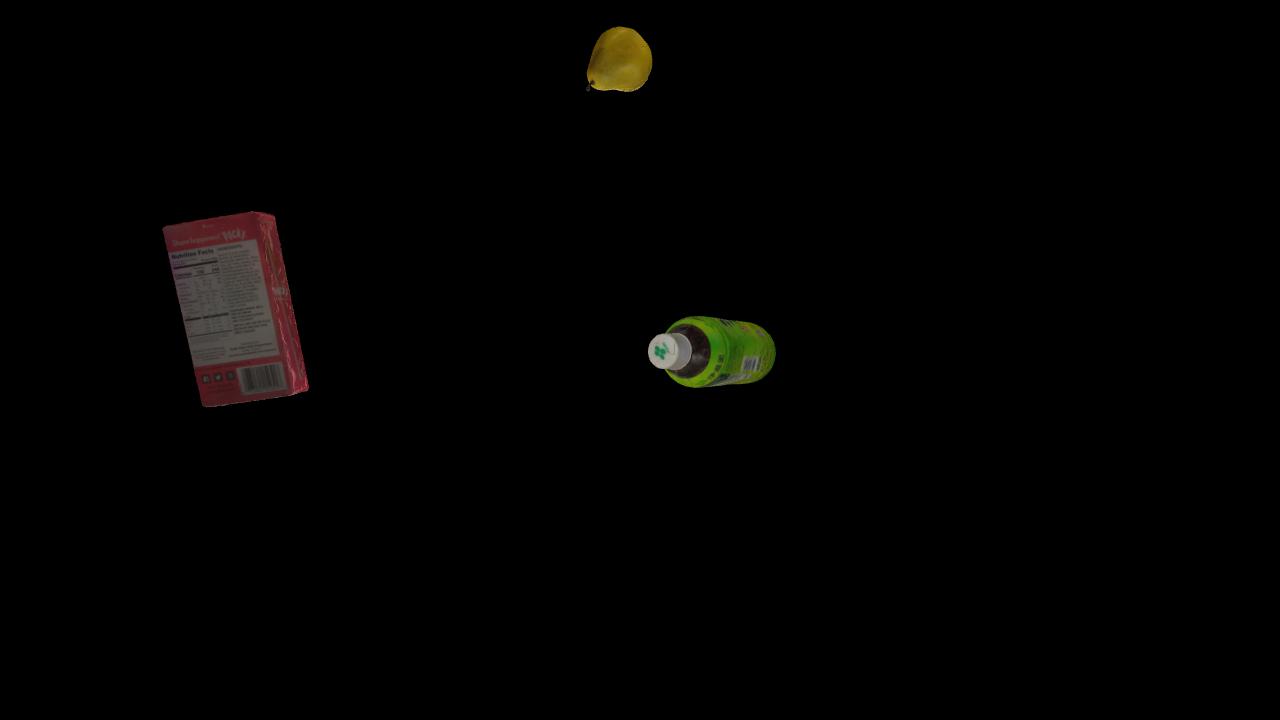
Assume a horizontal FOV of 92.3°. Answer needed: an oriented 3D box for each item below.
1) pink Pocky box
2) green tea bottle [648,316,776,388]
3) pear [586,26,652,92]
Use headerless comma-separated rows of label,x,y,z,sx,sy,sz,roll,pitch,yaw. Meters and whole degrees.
pink Pocky box,-0.340,-0.042,0.521,0.084,0.155,0.029,-8,6,5
green tea bottle,0.073,-0.008,0.613,0.073,0.073,0.212,0,0,28
pear,-0.040,-0.377,0.792,0.111,0.080,0.080,-37,18,-25
